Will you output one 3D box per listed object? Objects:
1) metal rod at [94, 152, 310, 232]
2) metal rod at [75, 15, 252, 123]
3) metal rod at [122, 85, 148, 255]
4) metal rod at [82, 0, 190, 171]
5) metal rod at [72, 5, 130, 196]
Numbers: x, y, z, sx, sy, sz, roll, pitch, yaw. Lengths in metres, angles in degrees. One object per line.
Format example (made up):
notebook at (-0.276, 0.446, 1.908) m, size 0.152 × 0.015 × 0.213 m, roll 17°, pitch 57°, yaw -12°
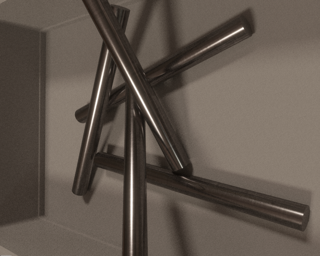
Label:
metal rod at (0.022, 0.067, 0.386) m, size 0.300 × 0.025 × 0.025 m, roll 9°, pitch 96°, yaw 39°
metal rod at (-0.019, -0.064, 0.420) m, size 0.299 × 0.025 × 0.025 m, roll -22°, pitch 76°, yaw 37°
metal rod at (-0.027, 0.075, 0.330) m, size 0.025 × 0.025 × 0.299 m, roll -28°, pitch 51°, yaw 36°
metal rod at (-0.042, -0.083, 0.352) m, size 0.025 × 0.025 × 0.299 m, roll -17°, pitch 107°, yaw 38°
metal rod at (-0.091, -0.023, 0.449) m, size 0.025 × 0.025 × 0.298 m, roll 37°, pitch 122°, yaw 33°
